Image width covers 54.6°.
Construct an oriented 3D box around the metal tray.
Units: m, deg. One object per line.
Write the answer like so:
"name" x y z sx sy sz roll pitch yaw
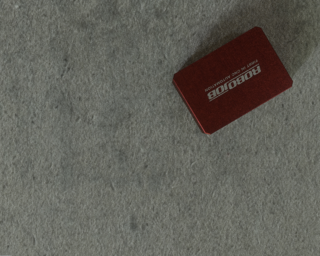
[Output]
"metal tray" 0.093 -0.061 0.408 0.130 0.030 0.090 -31 90 0
